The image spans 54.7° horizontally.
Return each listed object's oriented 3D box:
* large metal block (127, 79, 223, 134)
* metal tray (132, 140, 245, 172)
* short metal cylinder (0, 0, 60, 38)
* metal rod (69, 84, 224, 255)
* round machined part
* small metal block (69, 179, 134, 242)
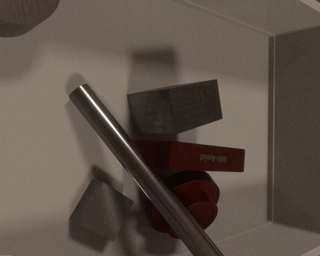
[{"bbox_3d":[0.018,-0.027,0.388,0.081,0.080,0.050,-17,101,-39],"label":"large metal block"},{"bbox_3d":[0.034,0.036,0.394,0.131,0.090,0.030,8,84,-40],"label":"metal tray"},{"bbox_3d":[-0.137,-0.126,0.276,0.081,0.050,0.079,0,90,-40],"label":"short metal cylinder"},{"bbox_3d":[0.005,0.077,0.331,0.025,0.025,0.300,-37,87,-34],"label":"metal rod"},{"bbox_3d":[0.034,0.103,0.394,0.099,0.042,0.097,-14,131,-17],"label":"round machined part"},{"bbox_3d":[-0.065,0.094,0.354,0.050,0.025,0.050,42,65,-32],"label":"small metal block"}]
